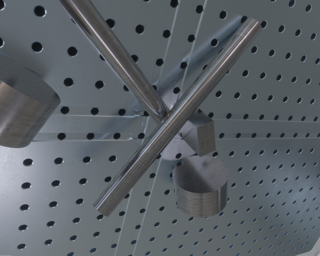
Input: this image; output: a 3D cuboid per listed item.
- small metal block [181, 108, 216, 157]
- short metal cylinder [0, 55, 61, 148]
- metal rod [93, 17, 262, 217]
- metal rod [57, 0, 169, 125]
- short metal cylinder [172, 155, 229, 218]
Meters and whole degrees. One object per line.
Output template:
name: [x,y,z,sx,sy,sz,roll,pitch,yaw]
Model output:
small metal block: [0.051,0.003,0.425,0.025,0.050,0.050,-22,127,-15]
short metal cylinder: [-0.141,-0.026,0.283,0.080,0.080,0.050,32,100,-38]
metal rod: [0.025,-0.017,0.383,0.300,0.025,0.025,-50,130,-5]
metal rod: [-0.055,-0.088,0.326,0.025,0.025,0.300,-40,130,-1]
short metal cylinder: [0.060,0.085,0.462,0.081,0.080,0.050,-19,126,-18]
